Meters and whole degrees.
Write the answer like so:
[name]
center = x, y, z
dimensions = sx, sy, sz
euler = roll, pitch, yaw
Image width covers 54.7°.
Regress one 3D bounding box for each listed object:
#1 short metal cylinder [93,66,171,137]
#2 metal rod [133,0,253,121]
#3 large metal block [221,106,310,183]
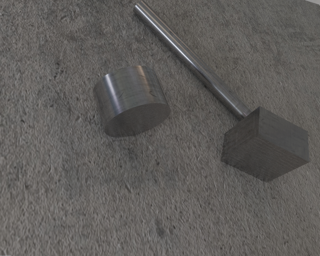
[short metal cylinder]
center = -0.034, -0.029, 0.368
dimensions = 0.081, 0.080, 0.050
euler = -8, 66, -32
[metal rod]
center = 0.069, -0.090, 0.495
dimensions = 0.300, 0.025, 0.025
euler = 46, 51, 4
[large metal block]
center = 0.144, 0.026, 0.430
dimensions = 0.080, 0.080, 0.050
euler = 26, 53, -13
